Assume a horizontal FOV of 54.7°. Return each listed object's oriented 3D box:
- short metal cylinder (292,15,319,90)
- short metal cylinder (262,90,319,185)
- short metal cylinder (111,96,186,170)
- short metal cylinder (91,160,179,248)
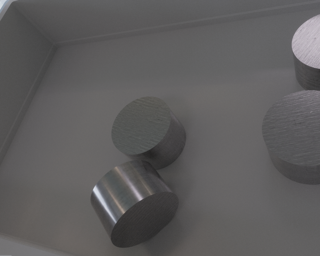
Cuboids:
[{"bbox_3d":[0.190,-0.081,0.339,0.080,0.050,0.080,-13,56,21],"label":"short metal cylinder"},{"bbox_3d":[0.147,0.010,0.307,0.080,0.050,0.080,-13,56,21],"label":"short metal cylinder"},{"bbox_3d":[-0.014,0.007,0.393,0.080,0.050,0.080,-13,56,21],"label":"short metal cylinder"},{"bbox_3d":[-0.027,0.081,0.335,0.080,0.080,0.050,-43,51,-1],"label":"short metal cylinder"}]
